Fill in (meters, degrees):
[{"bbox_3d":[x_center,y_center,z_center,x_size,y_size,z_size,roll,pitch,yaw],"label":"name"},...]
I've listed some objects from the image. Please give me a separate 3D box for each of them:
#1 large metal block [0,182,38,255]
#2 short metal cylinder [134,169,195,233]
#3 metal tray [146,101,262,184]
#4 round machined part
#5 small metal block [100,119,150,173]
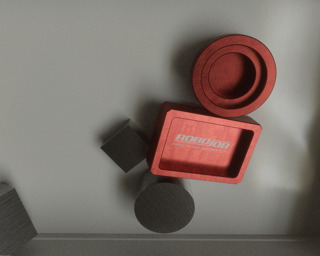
[{"bbox_3d":[-0.229,0.133,0.421,0.050,0.081,0.080,3,117,42],"label":"large metal block"},{"bbox_3d":[0.006,0.099,0.435,0.081,0.050,0.079,0,110,-1],"label":"short metal cylinder"},{"bbox_3d":[0.056,0.022,0.403,0.131,0.030,0.089,9,110,-17],"label":"metal tray"},{"bbox_3d":[0.086,-0.065,0.379,0.099,0.042,0.097,0,110,-1],"label":"round machined part"},{"bbox_3d":[-0.043,0.024,0.420,0.050,0.025,0.050,-38,106,12],"label":"small metal block"}]
